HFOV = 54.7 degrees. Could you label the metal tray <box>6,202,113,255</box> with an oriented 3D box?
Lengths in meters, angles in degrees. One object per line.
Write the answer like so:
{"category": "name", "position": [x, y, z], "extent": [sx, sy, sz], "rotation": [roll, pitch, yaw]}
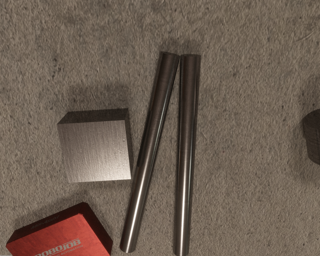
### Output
{"category": "metal tray", "position": [-0.150, 0.177, 0.470], "extent": [0.130, 0.030, 0.090], "rotation": [-24, 109, 8]}

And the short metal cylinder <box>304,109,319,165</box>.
{"category": "short metal cylinder", "position": [0.226, 0.009, 0.387], "extent": [0.080, 0.080, 0.050], "rotation": [-14, 110, 5]}

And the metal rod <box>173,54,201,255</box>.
{"category": "metal rod", "position": [0.035, 0.051, 0.429], "extent": [0.025, 0.025, 0.298], "rotation": [1, 110, -1]}

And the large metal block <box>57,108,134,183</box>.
{"category": "large metal block", "position": [-0.080, 0.022, 0.403], "extent": [0.081, 0.050, 0.079], "rotation": [-4, 110, 1]}

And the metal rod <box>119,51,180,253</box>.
{"category": "metal rod", "position": [-0.019, 0.046, 0.426], "extent": [0.025, 0.025, 0.298], "rotation": [11, 110, -5]}
